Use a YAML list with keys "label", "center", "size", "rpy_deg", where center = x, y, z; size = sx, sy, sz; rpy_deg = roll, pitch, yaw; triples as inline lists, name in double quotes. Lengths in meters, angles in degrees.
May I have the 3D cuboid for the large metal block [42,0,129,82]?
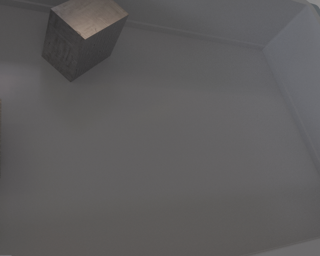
- label: "large metal block"
  center: [-0.095, -0.116, 0.390]
  size: [0.050, 0.080, 0.080]
  rpy_deg: [42, 51, 0]
